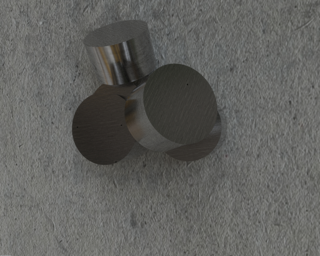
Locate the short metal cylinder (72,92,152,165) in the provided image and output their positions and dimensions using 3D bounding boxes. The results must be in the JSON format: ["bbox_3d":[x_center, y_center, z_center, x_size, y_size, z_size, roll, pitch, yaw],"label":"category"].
[{"bbox_3d":[-0.053,0.000,0.361,0.080,0.050,0.079,0,90,19],"label":"short metal cylinder"}]

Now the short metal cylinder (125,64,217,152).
[{"bbox_3d":[0.010,-0.019,0.316,0.050,0.081,0.080,-26,79,61],"label":"short metal cylinder"}]

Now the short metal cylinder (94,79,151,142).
[{"bbox_3d":[-0.046,-0.022,0.412,0.080,0.050,0.079,0,90,19],"label":"short metal cylinder"}]

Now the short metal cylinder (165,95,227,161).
[{"bbox_3d":[0.039,-0.001,0.382,0.080,0.050,0.079,0,90,19],"label":"short metal cylinder"}]

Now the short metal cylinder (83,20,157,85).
[{"bbox_3d":[-0.049,-0.097,0.390,0.080,0.080,0.050,0,129,19],"label":"short metal cylinder"}]
